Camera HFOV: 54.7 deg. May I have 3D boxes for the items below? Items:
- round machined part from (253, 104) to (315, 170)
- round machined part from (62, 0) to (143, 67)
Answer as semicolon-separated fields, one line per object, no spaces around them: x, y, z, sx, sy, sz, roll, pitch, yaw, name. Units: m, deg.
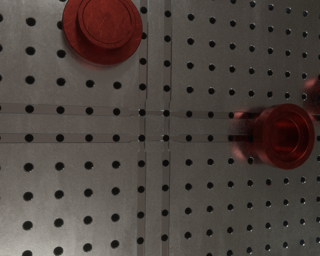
0.183;0.013;0.473;0.099;0.042;0.097;0;90;-21;round machined part
-0.068;-0.126;0.379;0.099;0.042;0.097;0;90;-21;round machined part
